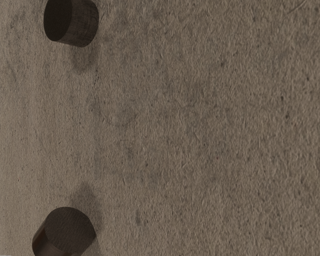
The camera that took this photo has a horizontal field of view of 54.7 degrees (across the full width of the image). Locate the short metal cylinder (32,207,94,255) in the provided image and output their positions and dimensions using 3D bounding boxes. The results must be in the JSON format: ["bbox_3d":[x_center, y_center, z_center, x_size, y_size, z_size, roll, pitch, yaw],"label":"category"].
[{"bbox_3d":[-0.154,0.174,0.493,0.050,0.081,0.080,-51,60,27],"label":"short metal cylinder"}]

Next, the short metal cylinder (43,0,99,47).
[{"bbox_3d":[-0.146,-0.177,0.506,0.080,0.050,0.079,0,90,39],"label":"short metal cylinder"}]
